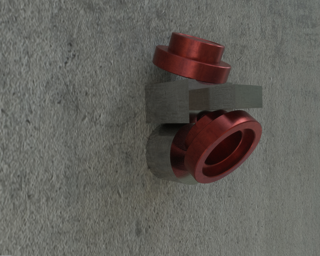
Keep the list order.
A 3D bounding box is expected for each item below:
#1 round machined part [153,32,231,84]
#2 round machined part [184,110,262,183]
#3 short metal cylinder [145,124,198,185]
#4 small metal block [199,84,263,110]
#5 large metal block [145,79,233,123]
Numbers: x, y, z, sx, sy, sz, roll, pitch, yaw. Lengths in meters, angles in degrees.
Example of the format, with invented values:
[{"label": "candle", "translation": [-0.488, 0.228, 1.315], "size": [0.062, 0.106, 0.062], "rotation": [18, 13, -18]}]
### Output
[{"label": "round machined part", "translation": [0.043, -0.092, 0.391], "size": [0.099, 0.098, 0.042], "rotation": [-3, 117, -40]}, {"label": "round machined part", "translation": [0.069, 0.017, 0.369], "size": [0.099, 0.042, 0.097], "rotation": [-24, 141, -21]}, {"label": "short metal cylinder", "translation": [0.027, 0.033, 0.416], "size": [0.081, 0.050, 0.079], "rotation": [0, 90, -40]}, {"label": "small metal block", "translation": [0.081, -0.034, 0.355], "size": [0.050, 0.050, 0.025], "rotation": [-4, 92, -40]}, {"label": "large metal block", "translation": [0.037, -0.032, 0.403], "size": [0.081, 0.080, 0.050], "rotation": [-3, 92, -40]}]
